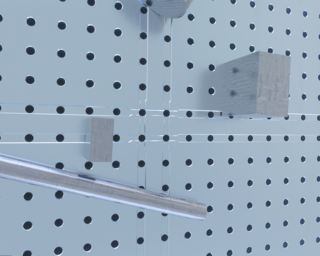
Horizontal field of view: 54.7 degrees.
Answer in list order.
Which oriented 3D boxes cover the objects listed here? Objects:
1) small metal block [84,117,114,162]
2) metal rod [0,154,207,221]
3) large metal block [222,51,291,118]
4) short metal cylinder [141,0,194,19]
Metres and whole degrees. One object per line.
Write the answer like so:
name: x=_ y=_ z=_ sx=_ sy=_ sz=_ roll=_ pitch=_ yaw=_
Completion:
small metal block: x=-0.074 y=0.013 z=0.373 sx=0.025 sy=0.050 sz=0.050 roll=4 pitch=89 yaw=-20
metal rod: x=-0.076 y=0.075 z=0.385 sx=0.302 sy=0.025 sz=0.025 roll=18 pitch=84 yaw=-20
large metal block: x=0.132 y=-0.056 z=0.434 sx=0.050 sy=0.080 sz=0.079 roll=4 pitch=89 yaw=-20
short metal cylinder: x=0.011 y=-0.185 z=0.388 sx=0.080 sy=0.080 sz=0.050 roll=35 pitch=79 yaw=-17
